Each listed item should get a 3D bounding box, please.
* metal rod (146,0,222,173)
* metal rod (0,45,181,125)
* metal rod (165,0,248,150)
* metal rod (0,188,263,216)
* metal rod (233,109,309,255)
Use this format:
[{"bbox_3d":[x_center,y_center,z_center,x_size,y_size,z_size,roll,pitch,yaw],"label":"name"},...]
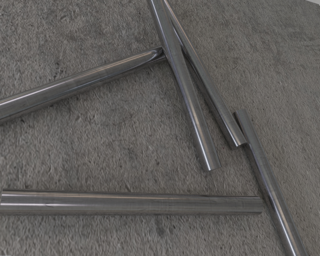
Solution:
[{"bbox_3d":[0.027,-0.084,0.443,0.025,0.025,0.299,-9,74,-32],"label":"metal rod"},{"bbox_3d":[-0.079,-0.067,0.401,0.302,0.025,0.025,-30,79,-38],"label":"metal rod"},{"bbox_3d":[0.056,-0.102,0.496,0.025,0.025,0.299,-12,68,-33],"label":"metal rod"},{"bbox_3d":[-0.009,0.085,0.346,0.302,0.025,0.025,7,59,-25],"label":"metal rod"},{"bbox_3d":[0.161,0.108,0.424,0.025,0.025,0.299,-1,62,-29],"label":"metal rod"}]
